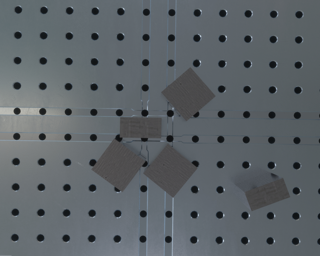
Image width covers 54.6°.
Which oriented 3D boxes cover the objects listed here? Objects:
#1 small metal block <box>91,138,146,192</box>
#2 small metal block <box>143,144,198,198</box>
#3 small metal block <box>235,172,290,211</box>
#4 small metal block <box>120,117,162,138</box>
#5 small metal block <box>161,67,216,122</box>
[{"bbox_3d":[-0.054,0.048,0.413,0.050,0.025,0.050,36,90,0],"label":"small metal block"},{"bbox_3d":[0.014,0.055,0.413,0.050,0.025,0.050,39,90,0],"label":"small metal block"},{"bbox_3d":[0.131,0.081,0.402,0.050,0.050,0.025,-20,90,0],"label":"small metal block"},{"bbox_3d":[-0.023,-0.001,0.401,0.050,0.050,0.025,1,90,0],"label":"small metal block"},{"bbox_3d":[0.037,-0.044,0.414,0.050,0.025,0.050,-41,90,0],"label":"small metal block"}]
